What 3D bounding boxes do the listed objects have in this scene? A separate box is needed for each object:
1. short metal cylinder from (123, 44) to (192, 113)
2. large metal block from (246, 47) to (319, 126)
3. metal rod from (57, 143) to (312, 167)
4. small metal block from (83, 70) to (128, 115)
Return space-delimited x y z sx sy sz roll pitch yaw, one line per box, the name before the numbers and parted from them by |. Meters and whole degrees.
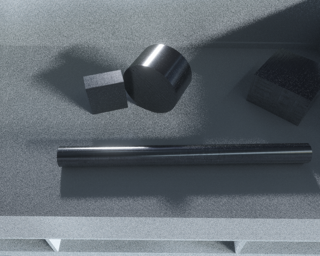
short metal cylinder | -0.003 -0.067 0.426 0.080 0.080 0.050 21 53 16
large metal block | 0.184 -0.061 0.443 0.080 0.050 0.080 32 57 23
metal rod | 0.030 0.033 0.377 0.302 0.025 0.025 -1 50 -1
small metal block | -0.074 -0.049 0.428 0.050 0.050 0.025 -13 51 -8
